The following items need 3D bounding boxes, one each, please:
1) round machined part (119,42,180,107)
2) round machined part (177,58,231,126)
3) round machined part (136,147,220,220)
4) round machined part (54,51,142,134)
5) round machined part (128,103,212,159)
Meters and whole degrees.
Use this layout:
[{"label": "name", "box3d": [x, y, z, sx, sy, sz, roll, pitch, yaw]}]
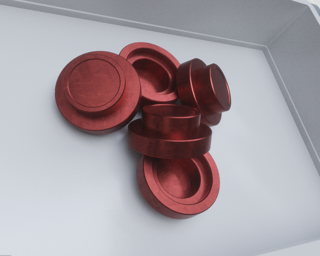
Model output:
[{"label": "round machined part", "box3d": [-0.017, -0.065, 0.422, 0.099, 0.042, 0.098, 14, 56, -21]}, {"label": "round machined part", "box3d": [0.066, -0.051, 0.430, 0.098, 0.042, 0.098, 33, 49, -48]}, {"label": "round machined part", "box3d": [0.018, 0.059, 0.366, 0.099, 0.042, 0.098, 14, 56, -21]}, {"label": "round machined part", "box3d": [-0.071, -0.044, 0.353, 0.099, 0.042, 0.098, 0, 76, 0]}, {"label": "round machined part", "box3d": [0.012, -0.002, 0.363, 0.099, 0.098, 0.042, -7, 110, -31]}]
